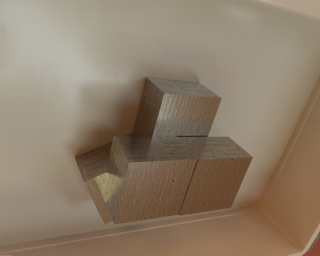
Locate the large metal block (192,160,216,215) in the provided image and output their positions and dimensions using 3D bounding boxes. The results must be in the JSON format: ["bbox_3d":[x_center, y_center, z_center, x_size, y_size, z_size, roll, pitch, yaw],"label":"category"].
[{"bbox_3d":[0.040,0.070,0.454,0.080,0.050,0.080,-47,129,5],"label":"large metal block"}]

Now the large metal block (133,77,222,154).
[{"bbox_3d":[0.020,-0.014,0.392,0.081,0.050,0.079,1,118,-29],"label":"large metal block"}]

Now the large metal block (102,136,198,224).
[{"bbox_3d":[-0.014,0.056,0.353,0.081,0.050,0.079,1,118,-29],"label":"large metal block"}]

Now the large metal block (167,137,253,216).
[{"bbox_3d":[0.057,0.058,0.391,0.081,0.050,0.079,1,118,-29],"label":"large metal block"}]

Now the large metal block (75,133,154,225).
[{"bbox_3d":[-0.053,0.065,0.402,0.081,0.050,0.080,-24,127,-14],"label":"large metal block"}]
